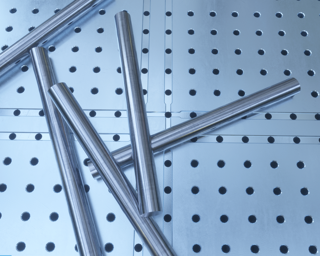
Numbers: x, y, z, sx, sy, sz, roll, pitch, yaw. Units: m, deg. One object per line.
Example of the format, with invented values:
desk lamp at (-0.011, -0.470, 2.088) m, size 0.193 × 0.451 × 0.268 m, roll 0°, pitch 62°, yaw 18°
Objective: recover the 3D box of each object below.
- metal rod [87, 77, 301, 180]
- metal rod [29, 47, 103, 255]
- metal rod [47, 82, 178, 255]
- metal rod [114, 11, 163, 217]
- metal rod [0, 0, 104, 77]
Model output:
metal rod at (0.051, -0.003, 0.413) m, size 0.302 × 0.025 × 0.025 m, roll -22°, pitch 72°, yaw -9°
metal rod at (-0.126, 0.022, 0.401) m, size 0.025 × 0.025 × 0.299 m, roll -18°, pitch 71°, yaw -7°
metal rod at (-0.044, 0.073, 0.363) m, size 0.025 × 0.025 × 0.299 m, roll -33°, pitch 82°, yaw -11°
metal rod at (-0.033, -0.037, 0.405) m, size 0.025 × 0.025 × 0.299 m, roll -9°, pitch 63°, yaw -4°
metal rod at (-0.188, -0.127, 0.455) m, size 0.301 × 0.025 × 0.025 m, roll -43°, pitch 76°, yaw -14°
